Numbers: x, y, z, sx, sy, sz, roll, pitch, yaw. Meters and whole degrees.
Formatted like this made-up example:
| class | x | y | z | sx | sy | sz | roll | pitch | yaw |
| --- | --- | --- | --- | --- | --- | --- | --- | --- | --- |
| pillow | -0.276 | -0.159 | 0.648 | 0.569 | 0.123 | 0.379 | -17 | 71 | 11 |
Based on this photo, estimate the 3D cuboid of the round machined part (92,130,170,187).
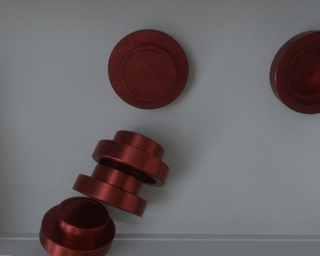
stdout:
| class | x | y | z | sx | sy | sz | roll | pitch | yaw |
| --- | --- | --- | --- | --- | --- | --- | --- | --- | --- |
| round machined part | -0.033 | 0.037 | 0.396 | 0.098 | 0.098 | 0.042 | 26 | 70 | -10 |

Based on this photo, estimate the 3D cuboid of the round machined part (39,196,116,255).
| class | x | y | z | sx | sy | sz | roll | pitch | yaw |
| --- | --- | --- | --- | --- | --- | --- | --- | --- | --- |
| round machined part | -0.108 | 0.130 | 0.419 | 0.099 | 0.098 | 0.042 | 17 | 109 | -7 |

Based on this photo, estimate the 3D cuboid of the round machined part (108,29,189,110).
| class | x | y | z | sx | sy | sz | roll | pitch | yaw |
| --- | --- | --- | --- | --- | --- | --- | --- | --- | --- |
| round machined part | -0.014 | -0.069 | 0.377 | 0.099 | 0.042 | 0.097 | 0 | 110 | -1 |

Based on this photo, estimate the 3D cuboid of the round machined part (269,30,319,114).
| class | x | y | z | sx | sy | sz | roll | pitch | yaw |
| --- | --- | --- | --- | --- | --- | --- | --- | --- | --- |
| round machined part | 0.183 | -0.069 | 0.379 | 0.099 | 0.042 | 0.097 | 0 | 110 | -1 |

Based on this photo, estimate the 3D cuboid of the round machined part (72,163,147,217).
| class | x | y | z | sx | sy | sz | roll | pitch | yaw |
| --- | --- | --- | --- | --- | --- | --- | --- | --- | --- |
| round machined part | -0.061 | 0.080 | 0.411 | 0.098 | 0.098 | 0.042 | 25 | 73 | -10 |
